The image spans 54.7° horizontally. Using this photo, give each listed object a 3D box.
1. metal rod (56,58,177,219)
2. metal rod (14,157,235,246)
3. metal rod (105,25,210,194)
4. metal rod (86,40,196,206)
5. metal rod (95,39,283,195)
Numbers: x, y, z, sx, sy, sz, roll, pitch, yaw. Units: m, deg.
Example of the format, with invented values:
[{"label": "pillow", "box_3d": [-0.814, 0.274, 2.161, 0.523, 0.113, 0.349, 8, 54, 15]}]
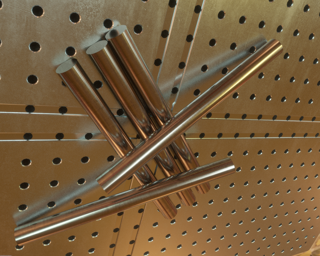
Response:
[{"label": "metal rod", "box_3d": [-0.040, 0.037, 0.414, 0.025, 0.025, 0.299, -34, 129, -6]}, {"label": "metal rod", "box_3d": [-0.040, 0.097, 0.424, 0.302, 0.025, 0.025, -17, 126, -9]}, {"label": "metal rod", "box_3d": [0.013, -0.001, 0.419, 0.025, 0.025, 0.299, -35, 129, -5]}, {"label": "metal rod", "box_3d": [-0.009, 0.017, 0.418, 0.025, 0.025, 0.299, -34, 129, -6]}, {"label": "metal rod", "box_3d": [0.046, -0.022, 0.398, 0.301, 0.025, 0.025, -38, 130, -13]}]
